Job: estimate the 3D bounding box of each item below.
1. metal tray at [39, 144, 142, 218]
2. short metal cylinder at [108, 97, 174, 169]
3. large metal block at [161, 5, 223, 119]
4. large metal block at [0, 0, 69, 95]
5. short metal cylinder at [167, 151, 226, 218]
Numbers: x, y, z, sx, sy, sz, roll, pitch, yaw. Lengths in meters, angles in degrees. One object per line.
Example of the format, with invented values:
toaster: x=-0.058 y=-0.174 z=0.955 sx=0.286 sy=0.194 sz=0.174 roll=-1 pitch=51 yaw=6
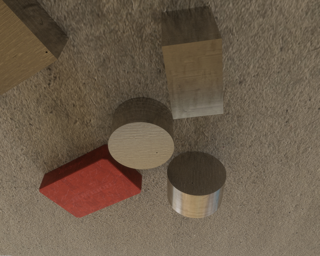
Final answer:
metal tray: x=-0.105 y=0.085 z=0.476 sx=0.130 sy=0.030 sz=0.090 roll=-26 pitch=126 yaw=20
short metal cylinder: x=-0.023 y=0.008 z=0.397 sx=0.081 sy=0.050 sz=0.079 roll=0 pitch=130 yaw=0
large metal block: x=0.032 y=-0.067 z=0.314 sx=0.050 sy=0.080 sz=0.080 roll=-7 pitch=130 yaw=5
large metal block: x=-0.155 y=-0.092 z=0.311 sx=0.080 sy=0.050 sz=0.080 roll=-25 pitch=126 yaw=20
short metal cylinder: x=0.050 y=0.079 z=0.439 sx=0.080 sy=0.080 sz=0.050 roll=-1 pitch=130 yaw=0
